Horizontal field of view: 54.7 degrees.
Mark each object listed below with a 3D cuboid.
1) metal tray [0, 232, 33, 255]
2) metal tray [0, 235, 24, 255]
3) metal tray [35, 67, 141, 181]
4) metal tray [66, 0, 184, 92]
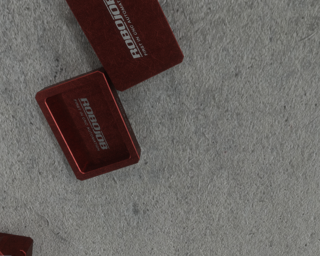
[{"bbox_3d":[-0.270,0.205,0.479,0.131,0.030,0.089,11,110,-4],"label":"metal tray"},{"bbox_3d":[-0.233,0.230,0.457,0.090,0.030,0.129,-23,109,8],"label":"metal tray"},{"bbox_3d":[-0.089,-0.003,0.404,0.090,0.030,0.129,-19,109,6],"label":"metal tray"},{"bbox_3d":[-0.039,-0.120,0.362,0.090,0.030,0.130,-25,108,9],"label":"metal tray"}]
